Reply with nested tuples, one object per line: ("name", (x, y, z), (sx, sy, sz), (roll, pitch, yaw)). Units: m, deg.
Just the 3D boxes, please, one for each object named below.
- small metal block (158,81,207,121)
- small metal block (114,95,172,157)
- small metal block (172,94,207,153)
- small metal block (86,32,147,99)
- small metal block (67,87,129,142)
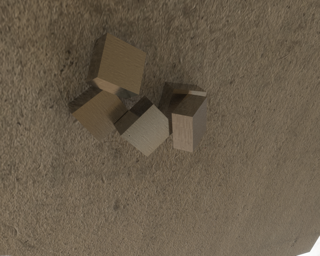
("small metal block", (0.027, -0.031, 0.406), (0.050, 0.025, 0.050), (2, 118, -30))
("small metal block", (-0.016, -0.002, 0.366), (0.050, 0.025, 0.050), (-44, 130, 2))
("small metal block", (0.037, -0.007, 0.377), (0.050, 0.025, 0.050), (-51, 145, -48))
("small metal block", (-0.046, -0.064, 0.330), (0.050, 0.025, 0.050), (20, 71, -36))
("small metal block", (-0.069, -0.021, 0.358), (0.050, 0.025, 0.050), (-38, 130, -3))
